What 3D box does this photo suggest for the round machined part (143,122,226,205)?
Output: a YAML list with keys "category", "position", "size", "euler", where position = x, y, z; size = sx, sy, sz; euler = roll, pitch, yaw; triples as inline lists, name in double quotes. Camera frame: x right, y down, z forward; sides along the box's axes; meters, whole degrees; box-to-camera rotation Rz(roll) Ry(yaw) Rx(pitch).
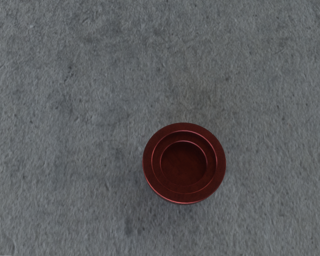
- category: "round machined part"
  position: [0.029, 0.046, 0.383]
  size: [0.099, 0.042, 0.098]
  euler: [0, 70, -1]
